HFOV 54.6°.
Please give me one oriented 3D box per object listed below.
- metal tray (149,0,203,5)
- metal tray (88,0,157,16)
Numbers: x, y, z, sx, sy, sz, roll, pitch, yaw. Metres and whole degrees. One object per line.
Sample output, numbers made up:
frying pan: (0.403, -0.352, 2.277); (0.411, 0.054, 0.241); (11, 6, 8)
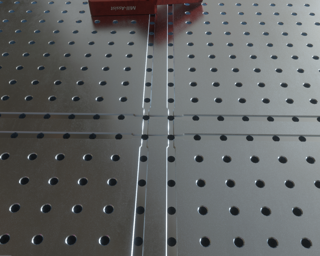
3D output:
metal tray: (0.019, -0.284, 0.613); (0.131, 0.030, 0.090); (-19, 60, -34)
metal tray: (-0.073, -0.265, 0.627); (0.131, 0.030, 0.090); (-3, 50, -2)
